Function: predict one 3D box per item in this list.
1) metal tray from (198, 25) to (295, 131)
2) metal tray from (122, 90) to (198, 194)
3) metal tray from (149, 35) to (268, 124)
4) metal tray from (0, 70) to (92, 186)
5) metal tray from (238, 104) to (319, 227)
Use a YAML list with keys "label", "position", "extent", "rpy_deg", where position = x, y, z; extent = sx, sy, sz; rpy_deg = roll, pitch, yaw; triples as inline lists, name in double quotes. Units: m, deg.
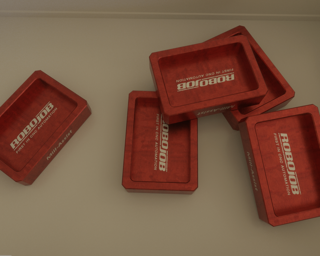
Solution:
- label: "metal tray"
  position: [0.110, -0.072, 0.433]
  extent: [0.090, 0.030, 0.130]
  rpy_deg: [-27, 72, -10]
- label: "metal tray"
  position: [0.002, 0.017, 0.400]
  extent: [0.091, 0.030, 0.130]
  rpy_deg: [2, 70, 0]
- label: "metal tray"
  position: [0.059, -0.063, 0.397]
  extent: [0.131, 0.030, 0.090]
  rpy_deg: [-13, 71, -5]
- label: "metal tray"
  position: [-0.166, -0.003, 0.406]
  extent: [0.090, 0.030, 0.130]
  rpy_deg: [33, 73, 11]
- label: "metal tray"
  position: [0.155, 0.043, 0.375]
  extent: [0.091, 0.030, 0.129]
  rpy_deg: [-11, 85, -4]
